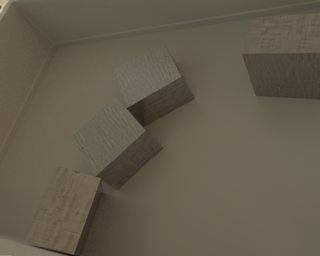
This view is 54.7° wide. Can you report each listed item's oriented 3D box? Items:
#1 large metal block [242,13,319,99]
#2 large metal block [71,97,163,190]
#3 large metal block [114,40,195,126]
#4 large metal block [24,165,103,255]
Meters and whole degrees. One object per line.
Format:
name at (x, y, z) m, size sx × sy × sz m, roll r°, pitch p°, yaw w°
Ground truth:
large metal block at (0.144, -0.076, 0.341) m, size 0.080 × 0.080 × 0.050 m, roll 7°, pitch 66°, yaw 31°
large metal block at (-0.057, 0.019, 0.408) m, size 0.080 × 0.050 × 0.080 m, roll -43°, pitch 51°, yaw -1°
large metal block at (-0.009, -0.062, 0.433) m, size 0.080 × 0.050 × 0.080 m, roll -29°, pitch 52°, yaw 9°
large metal block at (-0.104, 0.098, 0.355) m, size 0.050 × 0.080 × 0.080 m, roll 17°, pitch 66°, yaw -1°
